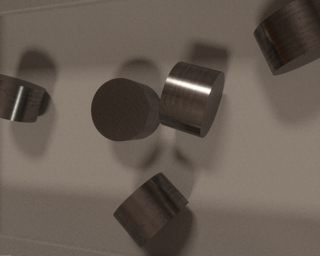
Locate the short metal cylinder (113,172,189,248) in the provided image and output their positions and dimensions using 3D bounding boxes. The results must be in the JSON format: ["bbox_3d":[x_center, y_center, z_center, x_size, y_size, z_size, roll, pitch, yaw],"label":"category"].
[{"bbox_3d":[-0.010,0.101,0.384,0.050,0.080,0.080,47,104,14],"label":"short metal cylinder"}]

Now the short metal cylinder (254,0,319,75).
[{"bbox_3d":[0.148,-0.097,0.329,0.080,0.080,0.050,-25,82,18],"label":"short metal cylinder"}]

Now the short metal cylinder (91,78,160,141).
[{"bbox_3d":[-0.043,-0.023,0.411,0.080,0.050,0.079,0,90,19],"label":"short metal cylinder"}]

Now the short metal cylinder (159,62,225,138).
[{"bbox_3d":[0.039,-0.034,0.367,0.050,0.080,0.080,19,96,19],"label":"short metal cylinder"}]

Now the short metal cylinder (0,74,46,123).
[{"bbox_3d":[-0.217,-0.045,0.456,0.080,0.080,0.050,21,97,18],"label":"short metal cylinder"}]
